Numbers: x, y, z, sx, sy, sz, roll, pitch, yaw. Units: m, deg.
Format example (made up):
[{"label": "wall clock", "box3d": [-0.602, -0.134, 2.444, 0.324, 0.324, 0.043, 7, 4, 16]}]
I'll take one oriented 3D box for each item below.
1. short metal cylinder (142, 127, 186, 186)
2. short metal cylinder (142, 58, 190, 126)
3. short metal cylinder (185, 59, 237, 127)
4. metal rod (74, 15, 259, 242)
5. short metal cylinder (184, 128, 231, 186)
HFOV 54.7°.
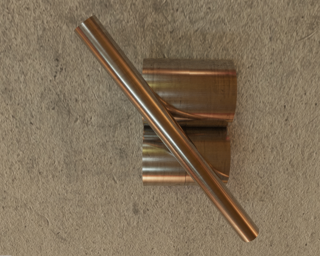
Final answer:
[{"label": "short metal cylinder", "box3d": [0.005, 0.034, 0.394, 0.050, 0.080, 0.079, 1, 110, 0]}, {"label": "short metal cylinder", "box3d": [0.006, -0.042, 0.366, 0.050, 0.080, 0.079, 1, 110, 0]}, {"label": "short metal cylinder", "box3d": [0.056, -0.041, 0.367, 0.050, 0.080, 0.079, 1, 110, 0]}, {"label": "metal rod", "box3d": [0.019, 0.015, 0.331, 0.025, 0.025, 0.300, -35, 107, 12]}, {"label": "short metal cylinder", "box3d": [0.056, 0.033, 0.395, 0.050, 0.080, 0.079, 1, 110, 0]}]
